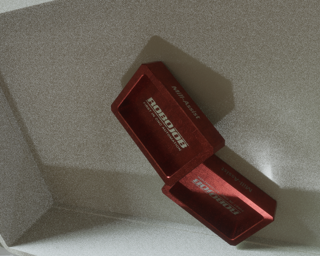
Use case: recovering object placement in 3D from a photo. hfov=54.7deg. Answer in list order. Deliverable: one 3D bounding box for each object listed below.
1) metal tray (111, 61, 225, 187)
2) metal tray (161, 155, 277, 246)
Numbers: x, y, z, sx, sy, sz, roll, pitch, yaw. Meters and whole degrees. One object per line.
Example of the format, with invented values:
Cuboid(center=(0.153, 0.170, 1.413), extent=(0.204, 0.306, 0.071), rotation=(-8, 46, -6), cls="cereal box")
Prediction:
Cuboid(center=(0.005, -0.005, 0.378), extent=(0.130, 0.030, 0.090), rotation=(53, 130, 10), cls="metal tray")
Cuboid(center=(0.078, 0.094, 0.422), extent=(0.130, 0.030, 0.089), rotation=(37, 129, 3), cls="metal tray")
